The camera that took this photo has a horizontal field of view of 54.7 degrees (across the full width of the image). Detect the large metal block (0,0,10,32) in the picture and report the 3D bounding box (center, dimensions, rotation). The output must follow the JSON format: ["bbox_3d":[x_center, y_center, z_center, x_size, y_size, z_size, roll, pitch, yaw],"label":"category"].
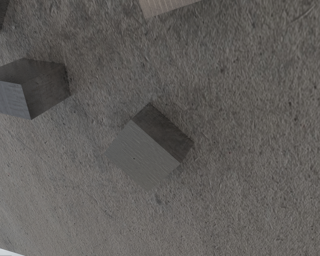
[{"bbox_3d":[-0.258,-0.177,0.417,0.080,0.050,0.080,43,129,-2],"label":"large metal block"}]

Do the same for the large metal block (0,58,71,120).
[{"bbox_3d":[-0.188,-0.058,0.434,0.080,0.080,0.050,12,123,22],"label":"large metal block"}]

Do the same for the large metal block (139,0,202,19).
[{"bbox_3d":[0.017,-0.156,0.285,0.080,0.050,0.080,-7,115,31],"label":"large metal block"}]

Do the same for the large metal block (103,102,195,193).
[{"bbox_3d":[-0.016,0.027,0.416,0.080,0.050,0.080,42,129,-1],"label":"large metal block"}]
